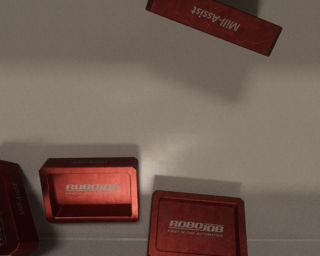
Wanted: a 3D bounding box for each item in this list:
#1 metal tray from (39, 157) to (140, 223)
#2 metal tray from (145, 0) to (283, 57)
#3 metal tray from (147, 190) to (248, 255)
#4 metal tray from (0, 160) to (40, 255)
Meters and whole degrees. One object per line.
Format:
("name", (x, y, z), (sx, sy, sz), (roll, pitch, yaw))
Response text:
("metal tray", (-0.096, 0.089, 0.439), (0.131, 0.030, 0.089), (-1, 110, -1))
("metal tray", (0.052, -0.118, 0.333), (0.131, 0.090, 0.030), (18, 109, -7))
("metal tray", (0.051, 0.139, 0.429), (0.131, 0.090, 0.030), (6, 150, -3))
("metal tray", (-0.214, 0.118, 0.403), (0.090, 0.130, 0.030), (-39, 149, 12))
